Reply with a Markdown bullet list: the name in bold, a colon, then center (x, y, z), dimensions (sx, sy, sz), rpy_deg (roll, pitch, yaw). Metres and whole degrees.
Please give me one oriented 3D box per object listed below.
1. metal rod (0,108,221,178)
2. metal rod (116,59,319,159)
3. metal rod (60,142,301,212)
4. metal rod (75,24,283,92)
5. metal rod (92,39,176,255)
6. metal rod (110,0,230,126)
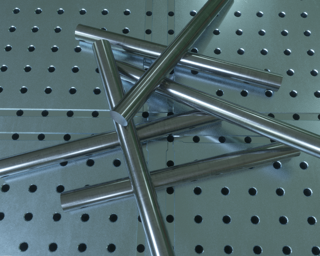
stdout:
- **metal rod**: center (-0.062, 0.015, 0.405), dimensions (0.302, 0.025, 0.025), rpy_deg (-14, 71, -5)
- **metal rod**: center (0.061, -0.031, 0.396), dimensions (0.300, 0.025, 0.025), rpy_deg (24, 72, 19)
- **metal rod**: center (0.029, 0.058, 0.390), dimensions (0.302, 0.025, 0.025), rpy_deg (-13, 71, -5)
- **metal rod**: center (0.023, -0.103, 0.449), dimensions (0.301, 0.025, 0.025), rpy_deg (16, 71, 5)
- **metal rod**: center (-0.036, 0.020, 0.376), dimensions (0.025, 0.025, 0.299), rpy_deg (-17, 71, -6)
- **metal rod**: center (0.032, -0.118, 0.427), dimensions (0.025, 0.025, 0.301), rpy_deg (31, 62, 11)
